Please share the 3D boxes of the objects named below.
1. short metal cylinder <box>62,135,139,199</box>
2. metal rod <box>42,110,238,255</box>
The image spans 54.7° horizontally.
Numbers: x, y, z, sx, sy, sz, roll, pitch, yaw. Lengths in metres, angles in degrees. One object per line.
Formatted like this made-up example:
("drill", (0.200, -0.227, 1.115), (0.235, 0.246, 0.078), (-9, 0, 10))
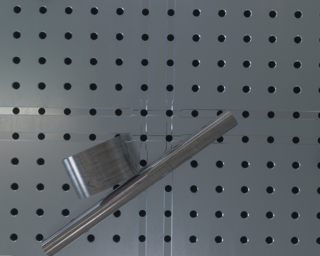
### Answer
("short metal cylinder", (-0.073, 0.047, 0.385), (0.080, 0.080, 0.050), (-24, 90, 0))
("metal rod", (-0.026, 0.073, 0.413), (0.301, 0.025, 0.025), (-35, 90, 0))
